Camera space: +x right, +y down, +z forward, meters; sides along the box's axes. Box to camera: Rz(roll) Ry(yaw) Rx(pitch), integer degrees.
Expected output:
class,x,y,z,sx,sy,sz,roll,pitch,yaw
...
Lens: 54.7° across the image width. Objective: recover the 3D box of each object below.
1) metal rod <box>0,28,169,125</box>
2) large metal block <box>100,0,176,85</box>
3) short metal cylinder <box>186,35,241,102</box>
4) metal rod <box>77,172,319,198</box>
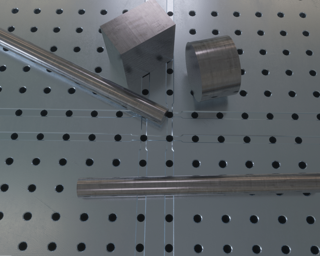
class,x,y,z,sx,sy,sz,roll,pitch,yaw
metal rod,-0.127,-0.081,0.440,0.301,0.025,0.025,26,72,9
large metal block,-0.028,-0.115,0.424,0.080,0.080,0.050,-32,74,-11
short metal cylinder,0.068,-0.079,0.412,0.050,0.080,0.080,-12,71,-4
metal rod,0.051,0.071,0.386,0.302,0.025,0.025,-1,70,-1
